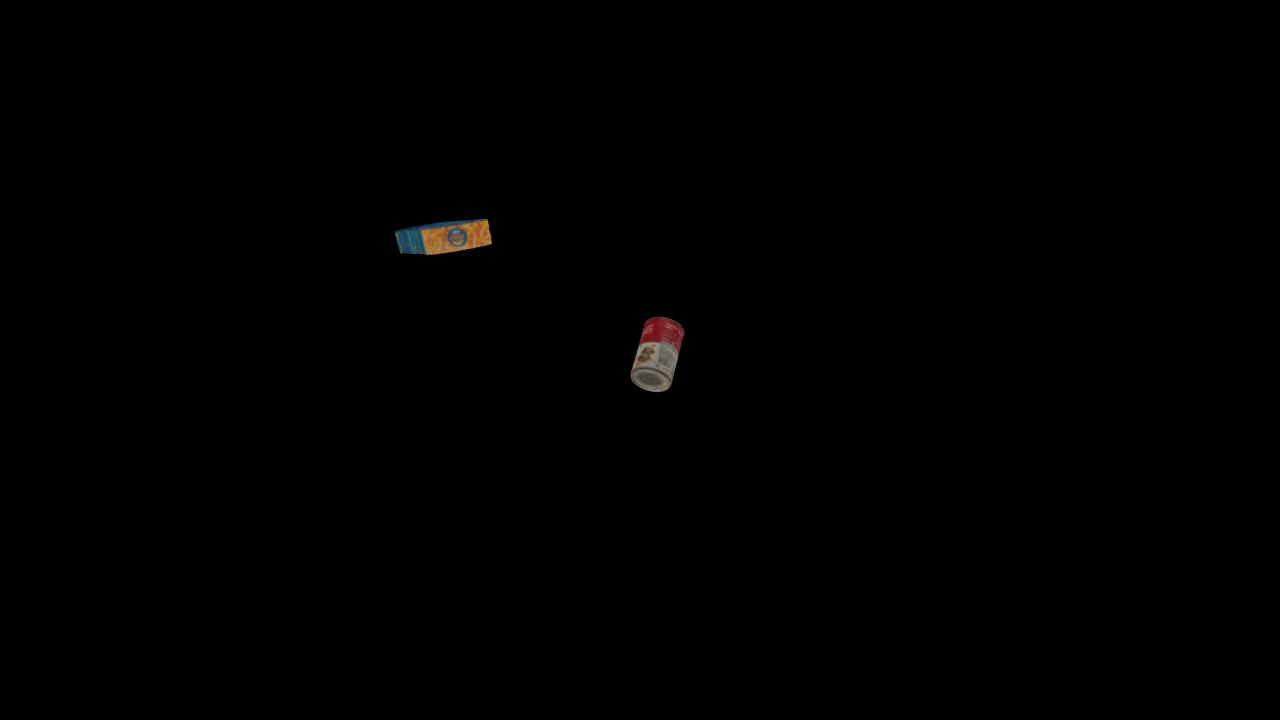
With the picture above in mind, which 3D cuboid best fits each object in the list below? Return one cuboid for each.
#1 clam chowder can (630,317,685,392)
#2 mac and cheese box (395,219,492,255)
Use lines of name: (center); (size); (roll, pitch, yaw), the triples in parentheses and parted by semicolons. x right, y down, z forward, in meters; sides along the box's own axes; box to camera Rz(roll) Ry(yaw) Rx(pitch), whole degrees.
clam chowder can: (0.028, -0.008, 0.978); (0.068, 0.102, 0.068); (11, -32, 7)
mac and cheese box: (-0.288, -0.177, 0.888); (0.093, 0.041, 0.184); (-15, 17, -28)
